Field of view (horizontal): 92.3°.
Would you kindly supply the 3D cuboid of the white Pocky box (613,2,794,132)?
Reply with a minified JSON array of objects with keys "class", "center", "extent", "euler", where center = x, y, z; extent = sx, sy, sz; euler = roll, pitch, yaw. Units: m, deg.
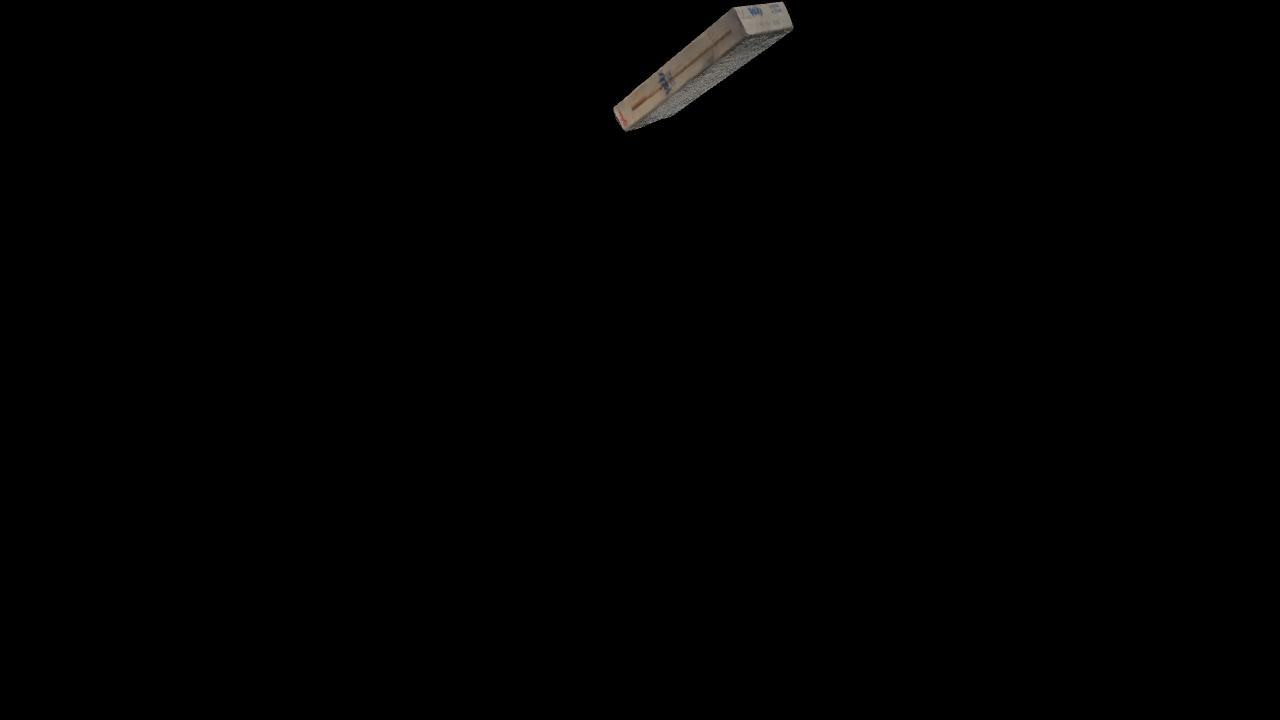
[{"class":"white Pocky box","center":[0.053,-0.259,0.549],"extent":[0.154,0.028,0.084],"euler":[-17,14,47]}]
